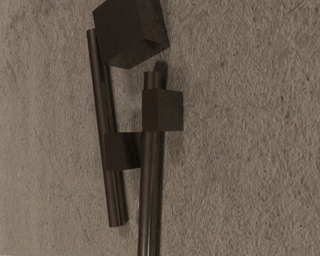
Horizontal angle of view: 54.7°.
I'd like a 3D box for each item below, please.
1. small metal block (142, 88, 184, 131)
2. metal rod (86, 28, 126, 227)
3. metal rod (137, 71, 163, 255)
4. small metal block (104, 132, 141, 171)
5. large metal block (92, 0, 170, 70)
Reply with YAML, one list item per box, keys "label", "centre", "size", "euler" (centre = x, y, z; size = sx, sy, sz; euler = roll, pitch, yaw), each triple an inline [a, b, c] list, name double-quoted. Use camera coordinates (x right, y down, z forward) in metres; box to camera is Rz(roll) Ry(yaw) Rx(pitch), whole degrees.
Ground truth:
- label: "small metal block"
  centre: [0.004, -0.021, 0.384]
  size: [0.025, 0.050, 0.050]
  euler: [-1, 90, 40]
- label: "metal rod"
  centre: [-0.082, -0.005, 0.470]
  size: [0.025, 0.025, 0.298]
  euler: [-13, 82, 39]
- label: "metal rod"
  centre: [-0.014, 0.075, 0.414]
  size: [0.025, 0.025, 0.298]
  euler: [4, 92, 39]
- label: "small metal block"
  centre: [-0.048, 0.032, 0.426]
  size: [0.025, 0.050, 0.050]
  euler: [-8, 85, 39]
- label: "large metal block"
  centre: [-0.040, -0.135, 0.420]
  size: [0.080, 0.050, 0.080]
  euler: [-20, 78, 38]
